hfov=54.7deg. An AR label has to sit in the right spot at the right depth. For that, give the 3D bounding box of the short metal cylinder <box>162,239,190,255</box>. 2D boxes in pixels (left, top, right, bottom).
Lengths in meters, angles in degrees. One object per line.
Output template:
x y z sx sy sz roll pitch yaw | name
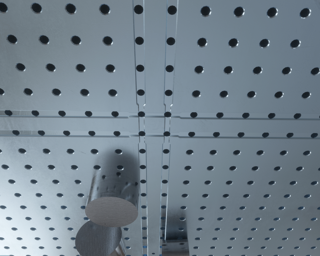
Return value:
0.031 0.256 0.594 0.050 0.080 0.079 -3 130 2 | short metal cylinder

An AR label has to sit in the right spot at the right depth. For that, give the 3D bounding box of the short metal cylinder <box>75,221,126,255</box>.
-0.104 0.207 0.550 0.080 0.080 0.050 -4 130 3 | short metal cylinder

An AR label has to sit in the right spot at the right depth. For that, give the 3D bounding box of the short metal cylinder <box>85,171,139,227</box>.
-0.074 0.113 0.491 0.081 0.050 0.079 0 130 0 | short metal cylinder

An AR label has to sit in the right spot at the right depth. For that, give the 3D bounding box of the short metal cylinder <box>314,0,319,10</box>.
0.193 -0.132 0.286 0.081 0.050 0.079 0 130 0 | short metal cylinder
